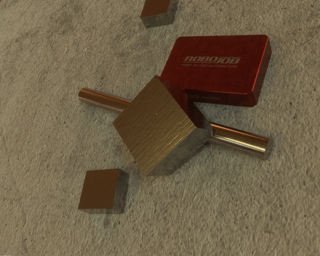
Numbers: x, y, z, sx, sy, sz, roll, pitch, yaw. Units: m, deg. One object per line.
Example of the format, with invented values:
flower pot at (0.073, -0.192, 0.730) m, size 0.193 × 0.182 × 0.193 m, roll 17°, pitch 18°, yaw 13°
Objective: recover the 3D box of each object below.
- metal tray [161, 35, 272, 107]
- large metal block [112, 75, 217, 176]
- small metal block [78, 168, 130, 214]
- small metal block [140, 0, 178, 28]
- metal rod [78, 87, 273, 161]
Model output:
metal tray at (0.071, -0.079, 0.411) m, size 0.130 × 0.030 × 0.090 m, roll 9°, pitch 66°, yaw 31°
large metal block at (0.004, -0.001, 0.360) m, size 0.080 × 0.050 × 0.080 m, roll -46°, pitch 62°, yaw 21°
small metal block at (-0.070, 0.080, 0.390) m, size 0.050 × 0.025 × 0.050 m, roll -7°, pitch 58°, yaw 24°
small metal block at (-0.001, -0.200, 0.526) m, size 0.050 × 0.025 × 0.050 m, roll 0°, pitch 62°, yaw 27°
metal rod at (-0.003, -0.015, 0.413) m, size 0.300 × 0.025 × 0.025 m, roll 18°, pitch 71°, yaw 34°
